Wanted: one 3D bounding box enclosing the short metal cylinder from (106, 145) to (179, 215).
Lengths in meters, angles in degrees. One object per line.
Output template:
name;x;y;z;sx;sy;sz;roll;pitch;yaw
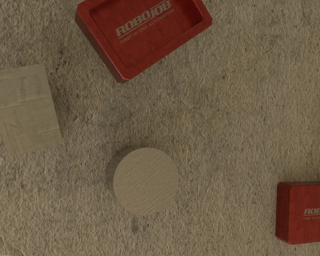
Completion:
short metal cylinder;-0.024;0.062;0.387;0.081;0.050;0.079;0;90;-20

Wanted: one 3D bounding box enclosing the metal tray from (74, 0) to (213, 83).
metal tray;-0.015;-0.121;0.347;0.131;0.030;0.090;-37;102;-16

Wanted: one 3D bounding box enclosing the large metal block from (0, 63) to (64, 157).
large metal block;-0.140;-0.018;0.328;0.050;0.080;0.080;-14;95;-20

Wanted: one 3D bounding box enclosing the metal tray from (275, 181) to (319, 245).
metal tray;0.250;0.133;0.499;0.131;0.030;0.089;3;89;-20

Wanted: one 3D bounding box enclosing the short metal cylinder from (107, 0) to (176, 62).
short metal cylinder;-0.027;-0.119;0.386;0.081;0.050;0.079;0;90;-20
